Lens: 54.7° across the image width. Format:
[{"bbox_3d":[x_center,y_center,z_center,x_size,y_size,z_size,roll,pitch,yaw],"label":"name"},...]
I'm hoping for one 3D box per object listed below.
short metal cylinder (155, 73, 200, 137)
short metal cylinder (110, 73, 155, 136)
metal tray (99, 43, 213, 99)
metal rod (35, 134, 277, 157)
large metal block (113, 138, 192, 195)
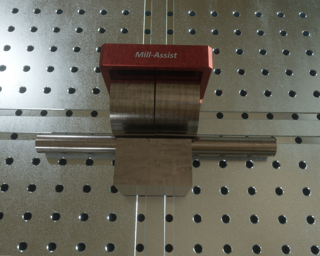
[{"bbox_3d":[0.020,-0.029,0.390,0.050,0.080,0.080,2,70,0],"label":"short metal cylinder"},{"bbox_3d":[-0.032,-0.030,0.390,0.050,0.080,0.080,1,70,0],"label":"short metal cylinder"},{"bbox_3d":[-0.004,-0.069,0.398,0.131,0.090,0.030,1,70,0],"label":"metal tray"},{"bbox_3d":[-0.005,0.022,0.399,0.302,0.025,0.025,1,70,0],"label":"metal rod"},{"bbox_3d":[-0.007,0.048,0.360,0.081,0.080,0.050,1,70,0],"label":"large metal block"}]
